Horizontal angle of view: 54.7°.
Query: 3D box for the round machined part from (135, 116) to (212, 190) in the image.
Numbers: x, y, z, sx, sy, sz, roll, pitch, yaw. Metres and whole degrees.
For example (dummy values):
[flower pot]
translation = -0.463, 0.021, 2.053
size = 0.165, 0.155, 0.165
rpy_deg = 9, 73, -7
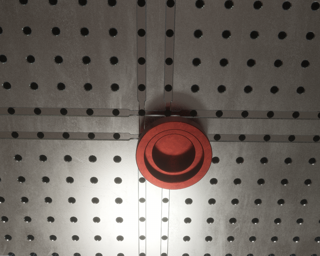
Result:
[round machined part]
translation = 0.018, 0.030, 0.416
size = 0.099, 0.042, 0.097
rpy_deg = 0, 110, -1
